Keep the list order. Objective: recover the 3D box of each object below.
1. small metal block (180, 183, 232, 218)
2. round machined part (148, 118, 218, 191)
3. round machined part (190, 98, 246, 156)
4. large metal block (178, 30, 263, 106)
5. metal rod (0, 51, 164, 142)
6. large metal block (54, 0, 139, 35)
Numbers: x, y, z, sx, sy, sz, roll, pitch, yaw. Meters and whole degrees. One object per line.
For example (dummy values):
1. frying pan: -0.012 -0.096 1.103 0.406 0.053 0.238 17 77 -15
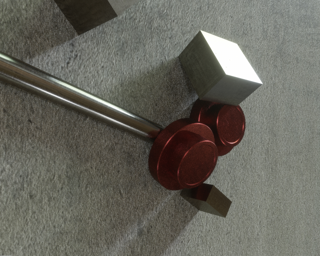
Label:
1. small metal block: 0.066 0.101 0.444 0.050 0.050 0.025 43 64 -32
2. round machined part: 0.037 0.039 0.404 0.099 0.042 0.097 -18 122 -32
3. round machined part: 0.093 -0.006 0.472 0.099 0.042 0.097 0 90 -40
4. large metal block: 0.084 -0.082 0.435 0.081 0.050 0.080 4 53 -40
5. metal rod: -0.113 -0.042 0.309 0.302 0.025 0.025 24 75 -37
6. large metal block: -0.054 -0.148 0.323 0.080 0.080 0.050 -49 119 -29
